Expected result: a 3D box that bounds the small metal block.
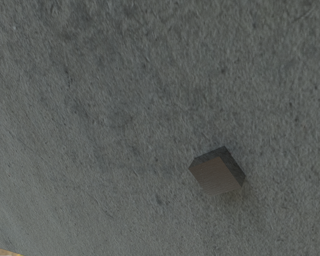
[{"bbox_3d":[0.074,0.057,0.404,0.050,0.025,0.050,-28,103,37],"label":"small metal block"}]
